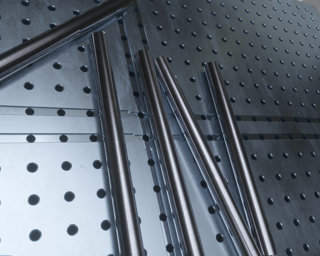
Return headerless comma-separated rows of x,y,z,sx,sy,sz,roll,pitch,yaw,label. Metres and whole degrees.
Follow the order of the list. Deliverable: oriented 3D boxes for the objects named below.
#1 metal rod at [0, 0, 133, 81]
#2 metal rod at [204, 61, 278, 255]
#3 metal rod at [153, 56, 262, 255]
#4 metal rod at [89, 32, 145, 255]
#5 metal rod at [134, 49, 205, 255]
-0.133,-0.123,0.412,0.025,0.025,0.301,42,51,0,metal rod
0.110,0.028,0.452,0.025,0.025,0.299,4,60,-27,metal rod
0.055,0.029,0.421,0.025,0.025,0.299,-11,67,-33,metal rod
-0.057,0.004,0.375,0.025,0.025,0.299,1,61,-28,metal rod
0.007,0.023,0.399,0.025,0.025,0.299,0,62,-29,metal rod
